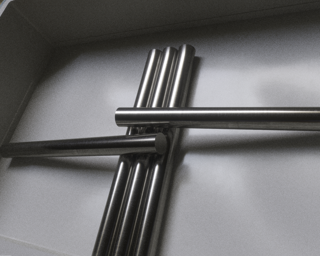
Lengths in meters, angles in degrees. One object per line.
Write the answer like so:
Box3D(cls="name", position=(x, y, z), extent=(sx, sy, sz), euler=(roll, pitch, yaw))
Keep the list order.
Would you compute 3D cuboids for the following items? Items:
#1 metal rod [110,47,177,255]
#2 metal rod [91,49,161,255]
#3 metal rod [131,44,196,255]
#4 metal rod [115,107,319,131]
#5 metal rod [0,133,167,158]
Box3D(cls="metal rod", position=(-0.014, 0.018, 0.399), extent=(0.025, 0.025, 0.300), euler=(-1, 61, 27))
Box3D(cls="metal rod", position=(-0.035, 0.019, 0.410), extent=(0.025, 0.025, 0.300), euler=(-1, 61, 27))
Box3D(cls="metal rod", position=(0.009, 0.018, 0.387), extent=(0.025, 0.025, 0.300), euler=(-1, 61, 27))
Box3D(cls="metal rod", position=(0.089, -0.011, 0.341), extent=(0.301, 0.025, 0.025), euler=(1, 62, 21))
Box3D(cls="metal rod", position=(-0.126, 0.028, 0.430), extent=(0.300, 0.025, 0.025), euler=(-4, 60, 32))
